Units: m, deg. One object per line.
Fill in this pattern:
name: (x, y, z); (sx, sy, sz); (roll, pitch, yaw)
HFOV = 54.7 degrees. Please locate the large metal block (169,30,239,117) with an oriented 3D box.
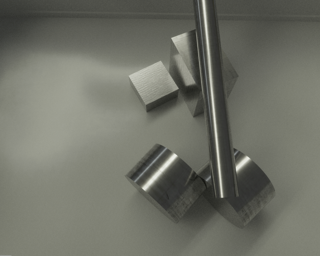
large metal block: (0.053, -0.072, 0.407); (0.050, 0.080, 0.080); (-23, 72, -8)

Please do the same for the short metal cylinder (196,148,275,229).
short metal cylinder: (0.083, 0.068, 0.357); (0.050, 0.080, 0.080); (-40, 75, -13)

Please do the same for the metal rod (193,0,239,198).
metal rod: (0.054, -0.078, 0.333); (0.025, 0.025, 0.299); (-4, 78, -2)

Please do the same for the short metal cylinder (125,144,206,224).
short metal cylinder: (0.006, 0.064, 0.357); (0.080, 0.080, 0.050); (40, 75, 13)

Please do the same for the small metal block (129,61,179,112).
small metal block: (-0.009, -0.058, 0.431); (0.050, 0.025, 0.050); (-27, 73, -10)
